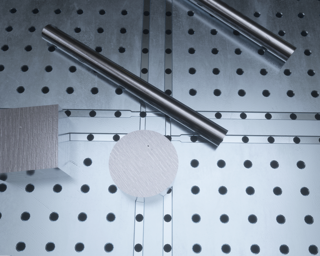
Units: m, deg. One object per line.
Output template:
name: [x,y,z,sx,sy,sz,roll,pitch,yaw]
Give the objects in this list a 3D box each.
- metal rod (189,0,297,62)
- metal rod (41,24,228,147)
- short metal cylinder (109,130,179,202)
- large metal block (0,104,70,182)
metal rod: [0.076,-0.196,0.484,0.300,0.025,0.025,38,74,12]
metal rod: [-0.042,-0.064,0.434,0.301,0.025,0.025,32,73,10]
short metal cylinder: [-0.019,0.048,0.381,0.081,0.050,0.080,0,70,0]
large metal block: [-0.161,0.020,0.389,0.081,0.050,0.080,-5,70,-3]
